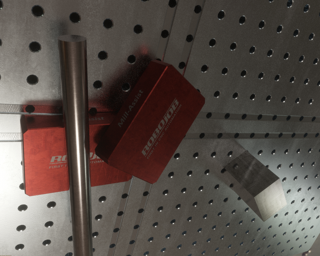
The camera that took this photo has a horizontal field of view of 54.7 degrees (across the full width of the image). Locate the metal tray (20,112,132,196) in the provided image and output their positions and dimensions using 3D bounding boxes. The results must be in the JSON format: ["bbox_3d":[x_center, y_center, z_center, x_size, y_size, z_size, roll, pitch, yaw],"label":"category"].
[{"bbox_3d":[-0.095,0.029,0.375,0.131,0.030,0.089,-4,121,-27],"label":"metal tray"}]

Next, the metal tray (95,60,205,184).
[{"bbox_3d":[-0.008,-0.004,0.376,0.090,0.030,0.130,36,85,-47],"label":"metal tray"}]

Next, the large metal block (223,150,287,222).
[{"bbox_3d":[0.162,0.098,0.528,0.050,0.080,0.080,-35,129,-5],"label":"large metal block"}]

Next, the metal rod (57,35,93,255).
[{"bbox_3d":[-0.092,0.048,0.352,0.025,0.025,0.298,-9,123,-24],"label":"metal rod"}]
